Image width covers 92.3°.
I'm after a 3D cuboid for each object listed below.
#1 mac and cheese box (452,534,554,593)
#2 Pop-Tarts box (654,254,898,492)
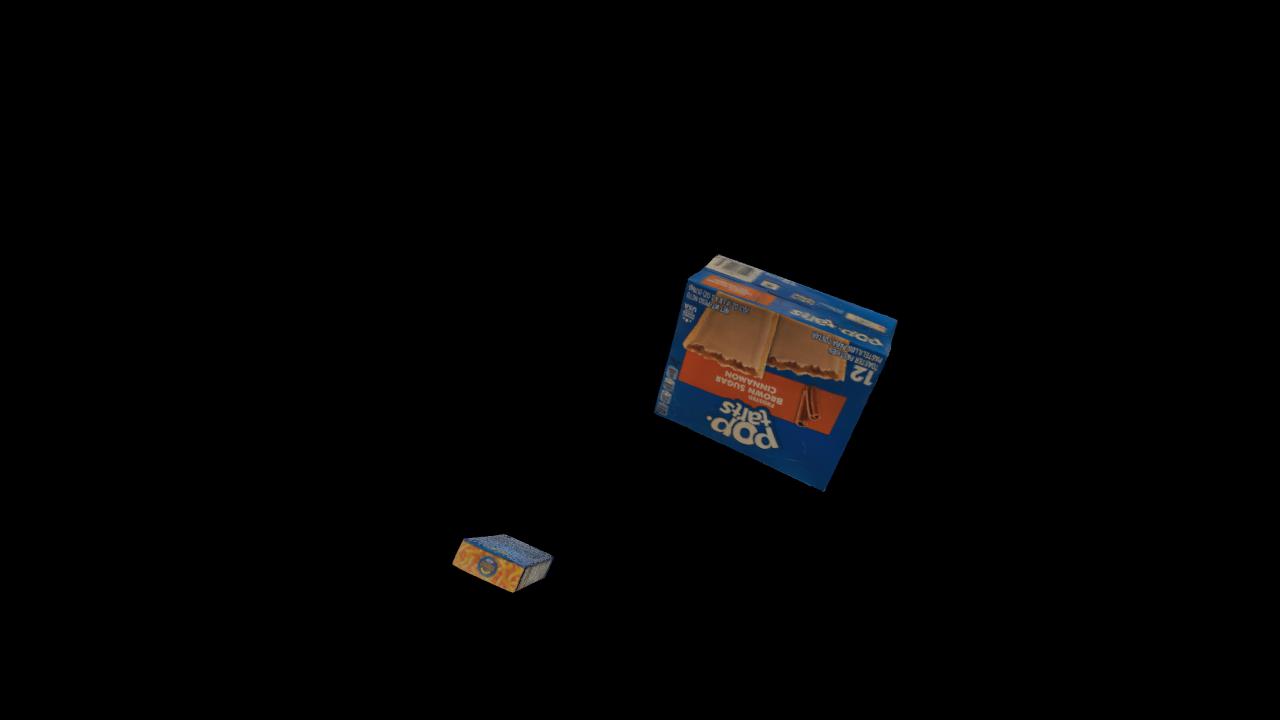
[{"bbox_3d":[-0.187,0.283,0.869,0.093,0.041,0.184,22,-11,10],"label":"mac and cheese box"},{"bbox_3d":[0.113,0.008,0.538,0.167,0.141,0.083,24,33,18],"label":"Pop-Tarts box"}]
